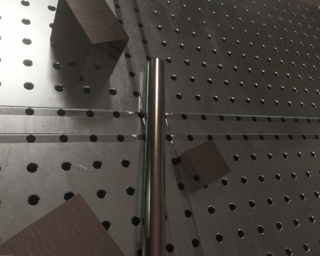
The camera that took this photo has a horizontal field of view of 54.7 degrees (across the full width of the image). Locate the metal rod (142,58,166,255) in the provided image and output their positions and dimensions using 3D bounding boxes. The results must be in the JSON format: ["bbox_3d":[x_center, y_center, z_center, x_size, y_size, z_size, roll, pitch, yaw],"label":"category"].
[{"bbox_3d":[-0.006,0.032,0.386,0.025,0.025,0.299,14,56,-21],"label":"metal rod"}]

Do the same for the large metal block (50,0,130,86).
[{"bbox_3d":[-0.092,-0.114,0.394,0.050,0.080,0.080,-22,74,-36],"label":"large metal block"}]

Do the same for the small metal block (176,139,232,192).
[{"bbox_3d":[0.059,0.049,0.412,0.050,0.025,0.050,-19,72,-36],"label":"small metal block"}]

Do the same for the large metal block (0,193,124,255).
[{"bbox_3d":[-0.087,0.119,0.274,0.081,0.050,0.080,-32,80,-38],"label":"large metal block"}]
